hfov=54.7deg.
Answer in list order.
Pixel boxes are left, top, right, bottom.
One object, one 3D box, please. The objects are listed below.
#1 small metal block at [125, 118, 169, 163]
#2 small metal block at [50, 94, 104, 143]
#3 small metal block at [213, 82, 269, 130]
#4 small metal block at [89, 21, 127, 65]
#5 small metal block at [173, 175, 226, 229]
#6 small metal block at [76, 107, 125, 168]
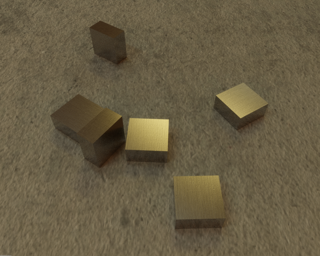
[{"bbox_3d":[-0.015,0.015,0.390,0.050,0.025,0.050,2,50,1],"label":"small metal block"},{"bbox_3d":[-0.106,-0.012,0.412,0.050,0.025,0.050,29,56,22],"label":"small metal block"},{"bbox_3d":[0.112,-0.031,0.431,0.050,0.025,0.050,-26,55,-21],"label":"small metal block"},{"bbox_3d":[-0.083,-0.138,0.502,0.050,0.050,0.025,29,56,21],"label":"small metal block"},{"bbox_3d":[0.041,0.080,0.336,0.050,0.025,0.050,-1,50,-1],"label":"small metal block"},{"bbox_3d":[-0.070,0.012,0.376,0.025,0.050,0.050,28,55,21],"label":"small metal block"}]
